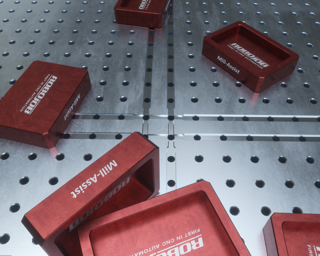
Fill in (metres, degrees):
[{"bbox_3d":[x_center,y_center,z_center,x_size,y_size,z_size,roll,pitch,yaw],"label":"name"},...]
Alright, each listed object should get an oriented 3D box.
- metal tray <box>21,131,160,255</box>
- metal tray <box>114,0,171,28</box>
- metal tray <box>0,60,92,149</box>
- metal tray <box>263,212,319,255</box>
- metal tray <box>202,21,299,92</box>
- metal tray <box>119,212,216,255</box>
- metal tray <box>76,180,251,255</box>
[{"bbox_3d":[-0.056,0.073,0.304,0.030,0.090,0.131,37,59,27],"label":"metal tray"},{"bbox_3d":[-0.028,-0.251,0.615,0.090,0.030,0.130,9,51,8],"label":"metal tray"},{"bbox_3d":[-0.165,-0.038,0.436,0.090,0.030,0.130,12,51,10],"label":"metal tray"},{"bbox_3d":[0.153,0.145,0.282,0.090,0.030,0.130,2,50,1],"label":"metal tray"},{"bbox_3d":[0.144,-0.121,0.506,0.091,0.030,0.130,-30,56,-23],"label":"metal tray"},{"bbox_3d":[0.007,0.144,0.283,0.090,0.030,0.130,-1,50,-1],"label":"metal tray"},{"bbox_3d":[0.003,0.109,0.273,0.131,0.030,0.090,-17,52,-14],"label":"metal tray"}]
